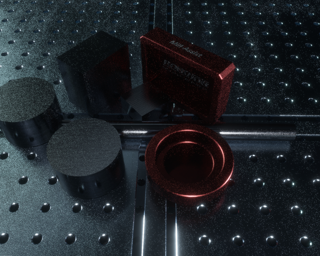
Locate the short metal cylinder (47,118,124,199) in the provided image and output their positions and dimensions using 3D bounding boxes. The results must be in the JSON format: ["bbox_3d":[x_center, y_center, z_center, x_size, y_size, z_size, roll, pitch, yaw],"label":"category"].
[{"bbox_3d":[-0.084,0.035,0.361,0.080,0.050,0.080,0,50,0],"label":"short metal cylinder"}]

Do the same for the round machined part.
[{"bbox_3d":[0.033,0.045,0.359,0.099,0.042,0.098,0,50,0],"label":"round machined part"}]

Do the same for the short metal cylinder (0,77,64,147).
[{"bbox_3d":[-0.173,-0.022,0.408,0.080,0.050,0.080,0,50,0],"label":"short metal cylinder"}]

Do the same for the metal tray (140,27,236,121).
[{"bbox_3d":[0.033,-0.072,0.425,0.130,0.090,0.030,33,58,24],"label":"metal tray"}]

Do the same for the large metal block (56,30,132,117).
[{"bbox_3d":[-0.088,-0.076,0.435,0.050,0.080,0.080,32,57,23],"label":"large metal block"}]

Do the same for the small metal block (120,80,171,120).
[{"bbox_3d":[-0.020,-0.034,0.436,0.050,0.025,0.050,-32,57,-24],"label":"small metal block"}]

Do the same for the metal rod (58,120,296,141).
[{"bbox_3d":[0.022,0.003,0.405,0.302,0.025,0.025,1,50,0],"label":"metal rod"}]
